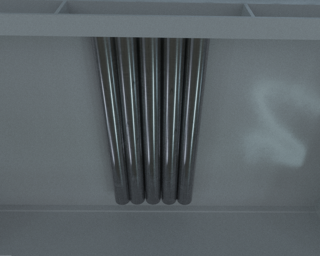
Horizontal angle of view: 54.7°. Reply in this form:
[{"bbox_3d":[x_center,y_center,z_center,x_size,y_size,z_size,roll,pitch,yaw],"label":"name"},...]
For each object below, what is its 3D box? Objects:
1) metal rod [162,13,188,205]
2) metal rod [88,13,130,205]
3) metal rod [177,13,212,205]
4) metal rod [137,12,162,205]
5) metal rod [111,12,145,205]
[{"bbox_3d":[0.015,0.002,0.409,0.025,0.025,0.298,0,130,0],"label":"metal rod"},{"bbox_3d":[-0.060,0.002,0.408,0.025,0.025,0.298,0,130,0],"label":"metal rod"},{"bbox_3d":[0.040,0.002,0.409,0.025,0.025,0.298,0,130,0],"label":"metal rod"},{"bbox_3d":[-0.011,0.001,0.408,0.025,0.025,0.298,0,130,0],"label":"metal rod"},{"bbox_3d":[-0.036,0.001,0.408,0.025,0.025,0.298,0,130,0],"label":"metal rod"}]
